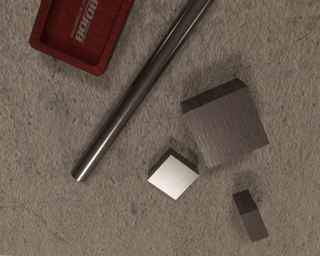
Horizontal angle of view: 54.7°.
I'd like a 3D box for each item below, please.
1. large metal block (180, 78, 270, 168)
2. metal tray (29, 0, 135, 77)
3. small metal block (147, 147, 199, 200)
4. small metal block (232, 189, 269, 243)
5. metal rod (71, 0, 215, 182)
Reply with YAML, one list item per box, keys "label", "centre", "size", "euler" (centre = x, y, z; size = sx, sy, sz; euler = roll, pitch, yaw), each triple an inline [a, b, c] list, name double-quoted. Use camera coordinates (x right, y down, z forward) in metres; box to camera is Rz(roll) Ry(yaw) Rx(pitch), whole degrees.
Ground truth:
- label: "large metal block"
  centre: [0.081, -0.007, 0.395]
  size: [0.080, 0.050, 0.080]
  euler: [-24, 109, 8]
- label: "metal tray"
  centre: [-0.084, -0.137, 0.355]
  size: [0.090, 0.030, 0.129]
  euler: [24, 108, -9]
- label: "small metal block"
  centre: [0.018, 0.064, 0.434]
  size: [0.050, 0.025, 0.050]
  euler: [37, 106, -13]
- label: "small metal block"
  centre: [0.129, 0.125, 0.444]
  size: [0.025, 0.050, 0.050]
  euler: [-23, 109, 8]
- label: "metal rod"
  centre: [-0.026, -0.048, 0.391]
  size: [0.025, 0.025, 0.299]
  euler: [34, 106, -12]
